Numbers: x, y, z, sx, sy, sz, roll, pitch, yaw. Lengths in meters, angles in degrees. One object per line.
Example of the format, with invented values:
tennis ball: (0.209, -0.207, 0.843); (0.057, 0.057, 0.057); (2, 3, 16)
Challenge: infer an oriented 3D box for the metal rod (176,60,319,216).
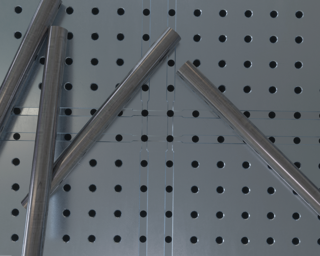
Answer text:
metal rod: (0.137, 0.024, 0.414); (0.300, 0.025, 0.025); (45, 90, 0)

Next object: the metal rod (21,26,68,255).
metal rod: (-0.145, 0.017, 0.393); (0.025, 0.025, 0.299); (4, 82, 0)

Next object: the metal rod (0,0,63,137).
metal rod: (-0.204, -0.038, 0.412); (0.025, 0.025, 0.299); (25, 90, 0)

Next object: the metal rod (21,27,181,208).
metal rod: (-0.077, -0.011, 0.412); (0.025, 0.025, 0.300); (40, 90, 0)
